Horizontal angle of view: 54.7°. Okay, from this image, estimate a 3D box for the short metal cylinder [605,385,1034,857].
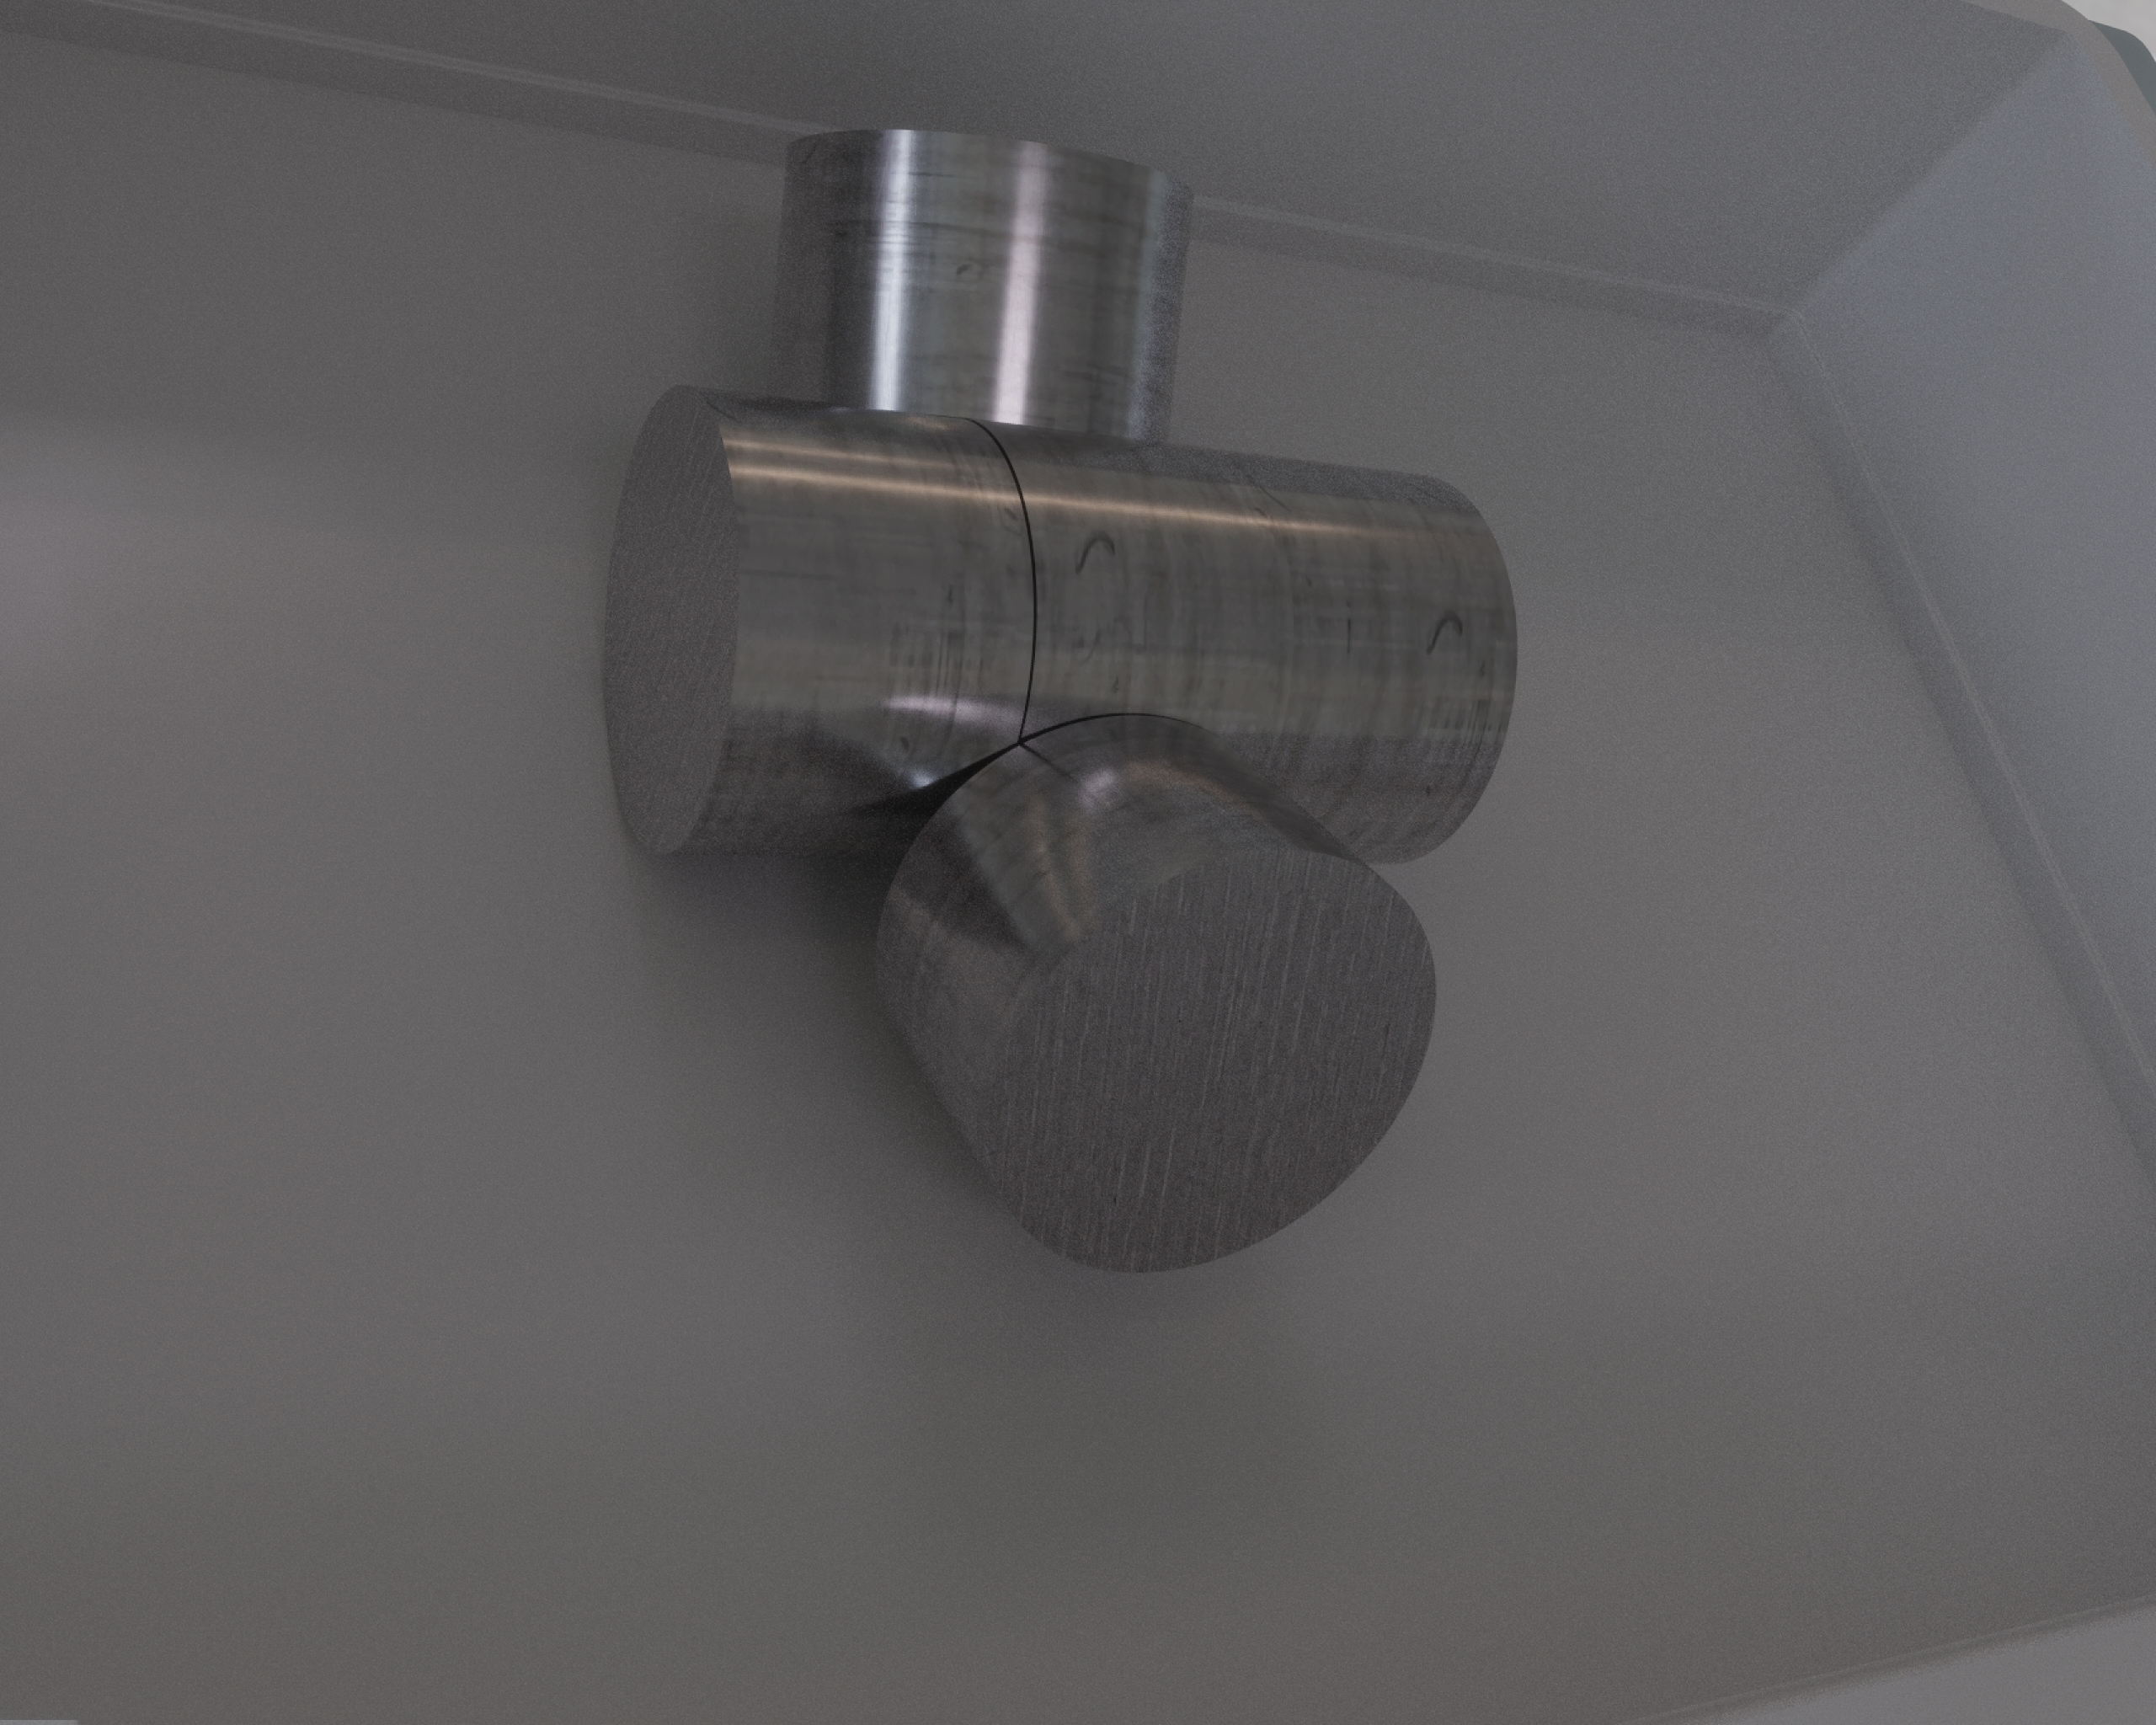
[{"bbox_3d":[-0.048,-0.041,0.367,0.050,0.080,0.080,1,61,-27],"label":"short metal cylinder"}]

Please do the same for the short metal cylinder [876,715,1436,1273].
[{"bbox_3d":[0.012,0.022,0.352,0.081,0.079,0.050,0,28,-28],"label":"short metal cylinder"}]

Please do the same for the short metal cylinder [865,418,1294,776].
[{"bbox_3d":[-0.003,-0.040,0.391,0.050,0.080,0.080,1,61,-27],"label":"short metal cylinder"}]

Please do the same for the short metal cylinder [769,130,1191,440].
[{"bbox_3d":[-0.020,-0.111,0.416,0.081,0.080,0.050,2,99,-27],"label":"short metal cylinder"}]

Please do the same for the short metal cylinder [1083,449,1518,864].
[{"bbox_3d":[0.042,-0.040,0.415,0.050,0.080,0.080,1,61,-27],"label":"short metal cylinder"}]
